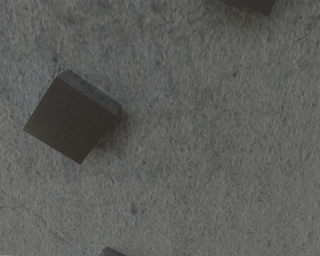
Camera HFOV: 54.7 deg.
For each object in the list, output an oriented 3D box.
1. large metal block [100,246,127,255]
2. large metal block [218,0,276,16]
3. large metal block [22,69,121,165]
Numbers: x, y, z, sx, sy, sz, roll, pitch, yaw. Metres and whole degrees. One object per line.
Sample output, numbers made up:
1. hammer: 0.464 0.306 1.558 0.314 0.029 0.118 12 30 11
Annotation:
1. large metal block: -0.072 0.247 0.487 0.080 0.050 0.080 30 107 -11
2. large metal block: 0.092 -0.175 0.333 0.080 0.050 0.079 20 109 -8
3. large metal block: -0.108 -0.015 0.390 0.080 0.050 0.080 34 106 -12
